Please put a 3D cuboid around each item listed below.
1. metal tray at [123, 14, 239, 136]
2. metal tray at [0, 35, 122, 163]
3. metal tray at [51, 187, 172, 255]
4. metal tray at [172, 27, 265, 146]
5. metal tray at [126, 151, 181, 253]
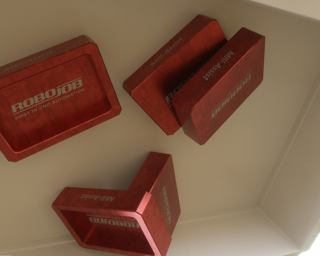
[{"bbox_3d":[0.031,-0.063,0.385,0.130,0.030,0.090,-42,130,0],"label":"metal tray"},{"bbox_3d":[-0.116,-0.030,0.324,0.131,0.030,0.090,-26,128,-13],"label":"metal tray"},{"bbox_3d":[-0.060,0.118,0.385,0.030,0.130,0.090,-60,138,-47],"label":"metal tray"},{"bbox_3d":[0.077,-0.049,0.385,0.130,0.030,0.090,-45,149,-12],"label":"metal tray"},{"bbox_3d":[-0.005,0.109,0.437,0.090,0.030,0.129,-58,147,-46],"label":"metal tray"}]
